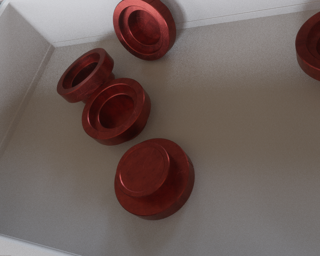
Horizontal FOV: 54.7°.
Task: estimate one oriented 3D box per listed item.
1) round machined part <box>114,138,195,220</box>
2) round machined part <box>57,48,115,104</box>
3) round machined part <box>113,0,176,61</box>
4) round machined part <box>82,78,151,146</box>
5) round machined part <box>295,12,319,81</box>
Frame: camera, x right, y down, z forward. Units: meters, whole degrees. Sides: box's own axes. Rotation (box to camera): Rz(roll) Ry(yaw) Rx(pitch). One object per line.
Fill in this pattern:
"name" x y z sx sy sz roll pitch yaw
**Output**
"round machined part" -0.012 0.055 0.366 0.098 0.042 0.098 -13 56 20
"round machined part" -0.111 -0.077 0.489 0.098 0.042 0.098 -23 42 23
"round machined part" -0.019 -0.155 0.467 0.098 0.098 0.042 10 45 32
"round machined part" -0.057 -0.019 0.434 0.098 0.042 0.098 -13 56 20
"round machined part" 0.204 -0.087 0.341 0.098 0.042 0.098 -13 56 20
